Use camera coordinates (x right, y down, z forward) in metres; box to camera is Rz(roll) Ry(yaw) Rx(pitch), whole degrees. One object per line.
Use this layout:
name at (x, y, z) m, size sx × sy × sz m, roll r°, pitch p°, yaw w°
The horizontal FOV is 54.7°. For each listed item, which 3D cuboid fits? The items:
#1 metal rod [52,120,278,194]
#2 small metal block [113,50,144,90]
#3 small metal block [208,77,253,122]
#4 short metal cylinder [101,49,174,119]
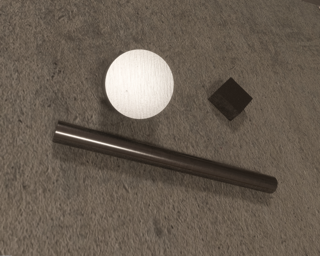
metal rod at (0.022, 0.042, 0.391) m, size 0.302 × 0.025 × 0.025 m, roll 16°, pitch 55°, yaw -20°
small metal block at (-0.040, -0.073, 0.428) m, size 0.050 × 0.025 × 0.050 m, roll 19°, pitch 54°, yaw -18°
small metal block at (0.113, -0.047, 0.495) m, size 0.050 × 0.025 × 0.050 m, roll 46°, pitch 51°, yaw 3°
short metal cylinder at (-0.029, -0.054, 0.381) m, size 0.081 × 0.050 × 0.079 m, roll -3°, pitch 99°, yaw -16°
